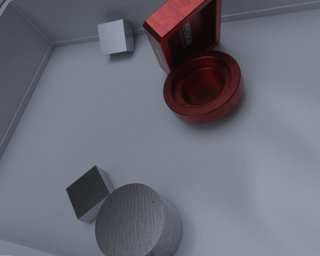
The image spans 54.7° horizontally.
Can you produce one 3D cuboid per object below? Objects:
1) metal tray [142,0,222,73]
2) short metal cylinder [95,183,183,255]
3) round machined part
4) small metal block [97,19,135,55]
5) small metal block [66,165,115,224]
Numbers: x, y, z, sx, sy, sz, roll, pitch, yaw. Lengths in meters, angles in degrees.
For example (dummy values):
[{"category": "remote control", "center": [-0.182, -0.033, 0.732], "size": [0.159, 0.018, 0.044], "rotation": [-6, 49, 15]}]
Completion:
[{"category": "metal tray", "center": [0.034, -0.119, 0.392], "size": [0.090, 0.130, 0.030], "rotation": [-41, 76, 0]}, {"category": "short metal cylinder", "center": [-0.022, 0.106, 0.335], "size": [0.080, 0.050, 0.080], "rotation": [-13, 56, 20]}, {"category": "round machined part", "center": [0.057, -0.047, 0.393], "size": [0.098, 0.042, 0.098], "rotation": [-13, 56, 20]}, {"category": "small metal block", "center": [-0.073, -0.150, 0.518], "size": [0.050, 0.025, 0.050], "rotation": [-2, 99, 27]}, {"category": "small metal block", "center": [-0.086, 0.085, 0.397], "size": [0.050, 0.025, 0.050], "rotation": [-39, 51, 1]}]
